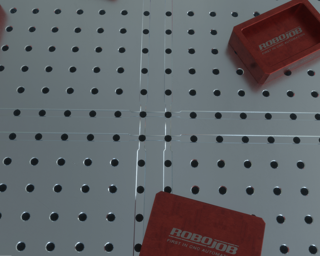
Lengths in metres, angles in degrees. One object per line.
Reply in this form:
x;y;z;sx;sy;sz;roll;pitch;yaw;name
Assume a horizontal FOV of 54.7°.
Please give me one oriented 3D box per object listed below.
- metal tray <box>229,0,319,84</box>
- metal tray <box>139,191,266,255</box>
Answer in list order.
0.182;-0.132;0.459;0.131;0.030;0.090;-27;72;-10;metal tray
0.048;0.135;0.361;0.131;0.030;0.090;14;70;5;metal tray
